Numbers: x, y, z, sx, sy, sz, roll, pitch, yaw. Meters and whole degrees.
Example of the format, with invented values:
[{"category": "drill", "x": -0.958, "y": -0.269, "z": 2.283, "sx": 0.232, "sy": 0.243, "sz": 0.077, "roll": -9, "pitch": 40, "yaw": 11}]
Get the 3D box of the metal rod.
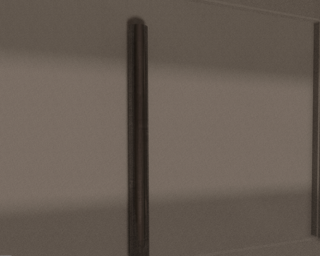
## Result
[{"category": "metal rod", "x": -0.027, "y": 0.018, "z": 0.401, "sx": 0.025, "sy": 0.025, "sz": 0.298, "roll": 0, "pitch": 90, "yaw": -20}]
